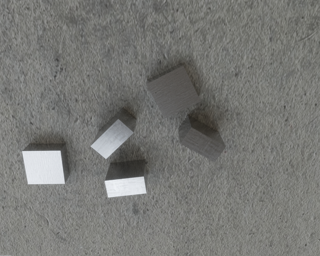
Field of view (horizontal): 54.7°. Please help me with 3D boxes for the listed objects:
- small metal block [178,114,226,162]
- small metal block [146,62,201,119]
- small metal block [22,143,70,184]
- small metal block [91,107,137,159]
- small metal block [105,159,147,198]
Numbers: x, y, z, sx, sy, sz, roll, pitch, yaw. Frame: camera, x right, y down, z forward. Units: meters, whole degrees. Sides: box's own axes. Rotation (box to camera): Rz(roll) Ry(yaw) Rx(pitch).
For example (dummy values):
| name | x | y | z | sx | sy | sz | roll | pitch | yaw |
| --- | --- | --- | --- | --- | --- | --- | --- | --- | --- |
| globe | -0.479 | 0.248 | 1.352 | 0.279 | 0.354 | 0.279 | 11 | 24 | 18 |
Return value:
| name | x | y | z | sx | sy | sz | roll | pitch | yaw |
| --- | --- | --- | --- | --- | --- | --- | --- | --- | --- |
| small metal block | 0.053 | 0.012 | 0.401 | 0.050 | 0.050 | 0.025 | 29 | 108 | -10 |
| small metal block | 0.017 | -0.048 | 0.392 | 0.050 | 0.025 | 0.050 | -26 | 108 | 9 |
| small metal block | -0.155 | 0.049 | 0.426 | 0.050 | 0.025 | 0.050 | -1 | 110 | 0 |
| small metal block | -0.058 | 0.005 | 0.398 | 0.050 | 0.050 | 0.025 | -43 | 105 | 14 |
| small metal block | -0.044 | 0.067 | 0.421 | 0.050 | 0.050 | 0.025 | -7 | 110 | 2 |
